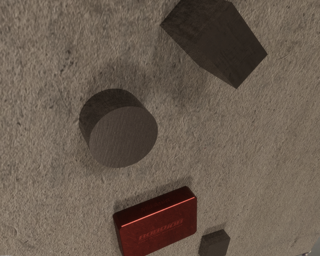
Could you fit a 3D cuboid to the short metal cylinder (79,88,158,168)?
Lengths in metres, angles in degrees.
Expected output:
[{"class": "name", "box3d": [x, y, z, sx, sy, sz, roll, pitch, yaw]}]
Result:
[{"class": "short metal cylinder", "box3d": [-0.050, 0.000, 0.365, 0.081, 0.050, 0.079, -14, 125, -21]}]

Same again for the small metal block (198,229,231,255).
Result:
[{"class": "small metal block", "box3d": [0.107, 0.234, 0.613, 0.050, 0.025, 0.050, -9, 123, -24]}]

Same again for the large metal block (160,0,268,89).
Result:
[{"class": "large metal block", "box3d": [0.058, -0.098, 0.344, 0.050, 0.080, 0.080, -49, 129, 6]}]

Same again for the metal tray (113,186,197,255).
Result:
[{"class": "metal tray", "box3d": [-0.004, 0.155, 0.499, 0.131, 0.030, 0.089, -17, 126, -19]}]
